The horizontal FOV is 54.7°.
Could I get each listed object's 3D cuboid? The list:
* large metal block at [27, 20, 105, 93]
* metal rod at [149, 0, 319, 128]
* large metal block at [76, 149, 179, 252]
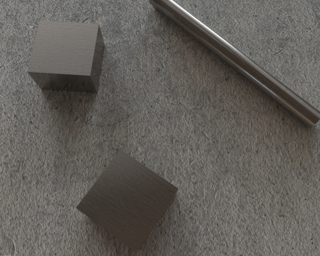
[{"bbox_3d":[-0.126,-0.098,0.429,0.081,0.050,0.080,4,70,1],"label":"large metal block"},{"bbox_3d":[0.101,-0.107,0.448,0.300,0.025,0.025,42,75,13],"label":"metal rod"},{"bbox_3d":[-0.035,0.085,0.363,0.080,0.050,0.080,33,73,11],"label":"large metal block"}]
